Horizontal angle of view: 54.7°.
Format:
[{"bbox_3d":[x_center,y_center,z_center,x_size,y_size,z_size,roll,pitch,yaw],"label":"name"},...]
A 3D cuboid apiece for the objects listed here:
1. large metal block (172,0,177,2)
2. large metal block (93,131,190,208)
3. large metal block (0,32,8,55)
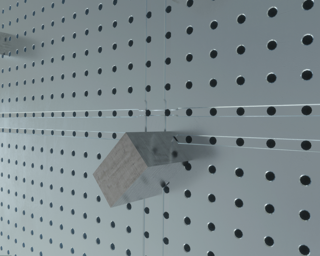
[{"bbox_3d":[-0.002,-0.212,0.373,0.050,0.081,0.080,-32,70,35],"label":"large metal block"},{"bbox_3d":[-0.023,0.050,0.391,0.080,0.081,0.050,-50,61,28],"label":"large metal block"},{"bbox_3d":[-0.407,-0.196,0.704,0.080,0.081,0.050,9,96,39],"label":"large metal block"}]
